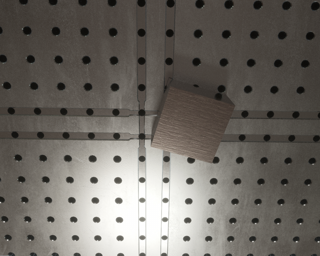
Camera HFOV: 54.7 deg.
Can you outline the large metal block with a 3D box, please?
[{"bbox_3d":[0.039,-0.010,0.397,0.080,0.050,0.079,16,109,-6],"label":"large metal block"}]
